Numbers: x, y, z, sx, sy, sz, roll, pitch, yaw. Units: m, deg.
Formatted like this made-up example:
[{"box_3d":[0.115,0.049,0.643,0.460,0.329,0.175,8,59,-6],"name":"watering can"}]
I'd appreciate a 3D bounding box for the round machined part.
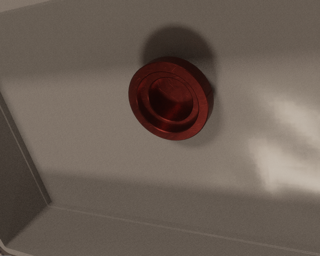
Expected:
[{"box_3d":[0.016,-0.037,0.365,0.098,0.042,0.097,13,124,20],"name":"round machined part"}]
